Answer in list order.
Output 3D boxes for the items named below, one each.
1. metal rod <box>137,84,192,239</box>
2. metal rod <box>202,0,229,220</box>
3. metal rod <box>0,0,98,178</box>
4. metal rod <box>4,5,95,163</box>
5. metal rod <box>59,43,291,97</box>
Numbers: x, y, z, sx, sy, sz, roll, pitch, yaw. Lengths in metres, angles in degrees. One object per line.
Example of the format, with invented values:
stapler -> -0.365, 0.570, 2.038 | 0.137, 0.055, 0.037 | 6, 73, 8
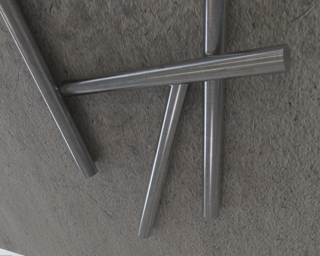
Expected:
metal rod -> -0.001, 0.061, 0.444 | 0.025, 0.025, 0.298 | 23, 127, 14
metal rod -> 0.063, -0.007, 0.369 | 0.025, 0.025, 0.298 | 10, 123, 23
metal rod -> -0.157, -0.059, 0.430 | 0.025, 0.025, 0.298 | -7, 115, 31
metal rod -> -0.166, -0.066, 0.453 | 0.025, 0.025, 0.298 | -7, 115, 31
metal rod -> -0.012, -0.058, 0.354 | 0.300, 0.025, 0.025 | -1, 118, 36
